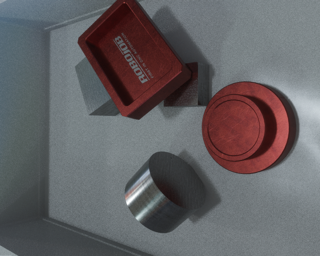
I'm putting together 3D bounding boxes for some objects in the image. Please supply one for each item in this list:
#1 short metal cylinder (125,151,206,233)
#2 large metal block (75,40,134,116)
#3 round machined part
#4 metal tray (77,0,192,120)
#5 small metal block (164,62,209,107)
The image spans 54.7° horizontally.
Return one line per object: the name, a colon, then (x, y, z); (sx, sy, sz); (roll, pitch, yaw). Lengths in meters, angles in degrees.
short metal cylinder: (0.006, 0.074, 0.364); (0.050, 0.081, 0.080); (-49, 61, 28)
large metal block: (-0.070, -0.071, 0.446); (0.080, 0.050, 0.080); (-30, 72, 36)
round machined part: (0.085, 0.000, 0.324); (0.098, 0.042, 0.097); (0, 90, 39)
metal tray: (-0.034, -0.086, 0.376); (0.090, 0.030, 0.130); (-39, 70, 15)
small metal block: (0.032, -0.051, 0.379); (0.050, 0.025, 0.050); (1, 90, 39)
